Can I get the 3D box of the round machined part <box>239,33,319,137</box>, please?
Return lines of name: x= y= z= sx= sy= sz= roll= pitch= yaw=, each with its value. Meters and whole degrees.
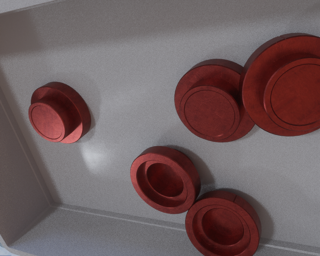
round machined part: x=0.127 y=-0.036 z=0.287 sx=0.099 sy=0.042 sz=0.097 roll=1 pitch=113 yaw=4

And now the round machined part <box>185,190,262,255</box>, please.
round machined part: x=0.088 y=0.129 z=0.422 sx=0.098 sy=0.042 sz=0.097 roll=7 pitch=108 yaw=24

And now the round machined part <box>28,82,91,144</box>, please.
round machined part: x=-0.158 y=-0.017 z=0.471 sx=0.098 sy=0.042 sz=0.097 roll=13 pitch=124 yaw=21

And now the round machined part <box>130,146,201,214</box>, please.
round machined part: x=0.011 y=0.067 z=0.431 sx=0.098 sy=0.042 sz=0.097 roll=14 pitch=122 yaw=24

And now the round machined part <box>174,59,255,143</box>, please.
round machined part: x=0.061 y=-0.025 z=0.350 sx=0.098 sy=0.042 sz=0.097 roll=13 pitch=124 yaw=21
